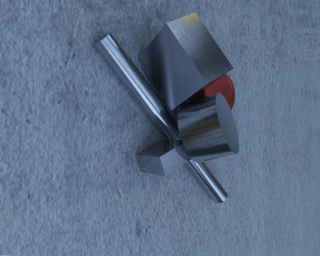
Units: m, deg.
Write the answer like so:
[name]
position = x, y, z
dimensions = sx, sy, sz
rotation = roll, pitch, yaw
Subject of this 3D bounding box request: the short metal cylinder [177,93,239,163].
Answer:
[short metal cylinder]
position = 0.063, 0.000, 0.397
dimensions = 0.080, 0.050, 0.080
rotation = 43, 39, -47

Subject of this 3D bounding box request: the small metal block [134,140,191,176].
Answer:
[small metal block]
position = 0.005, 0.036, 0.397
dimensions = 0.050, 0.050, 0.025
rotation = -27, 107, -38

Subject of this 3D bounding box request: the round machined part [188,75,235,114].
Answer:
[round machined part]
position = 0.074, -0.049, 0.459
dimensions = 0.099, 0.042, 0.097
rotation = 0, 90, -40

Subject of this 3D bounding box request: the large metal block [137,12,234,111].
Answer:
[large metal block]
position = 0.028, -0.079, 0.382
dimensions = 0.050, 0.080, 0.080
rotation = -33, 89, -34

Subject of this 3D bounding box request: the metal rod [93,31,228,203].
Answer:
[metal rod]
position = 0.015, 0.003, 0.421
dimensions = 0.025, 0.025, 0.300
rotation = -53, 121, -27
